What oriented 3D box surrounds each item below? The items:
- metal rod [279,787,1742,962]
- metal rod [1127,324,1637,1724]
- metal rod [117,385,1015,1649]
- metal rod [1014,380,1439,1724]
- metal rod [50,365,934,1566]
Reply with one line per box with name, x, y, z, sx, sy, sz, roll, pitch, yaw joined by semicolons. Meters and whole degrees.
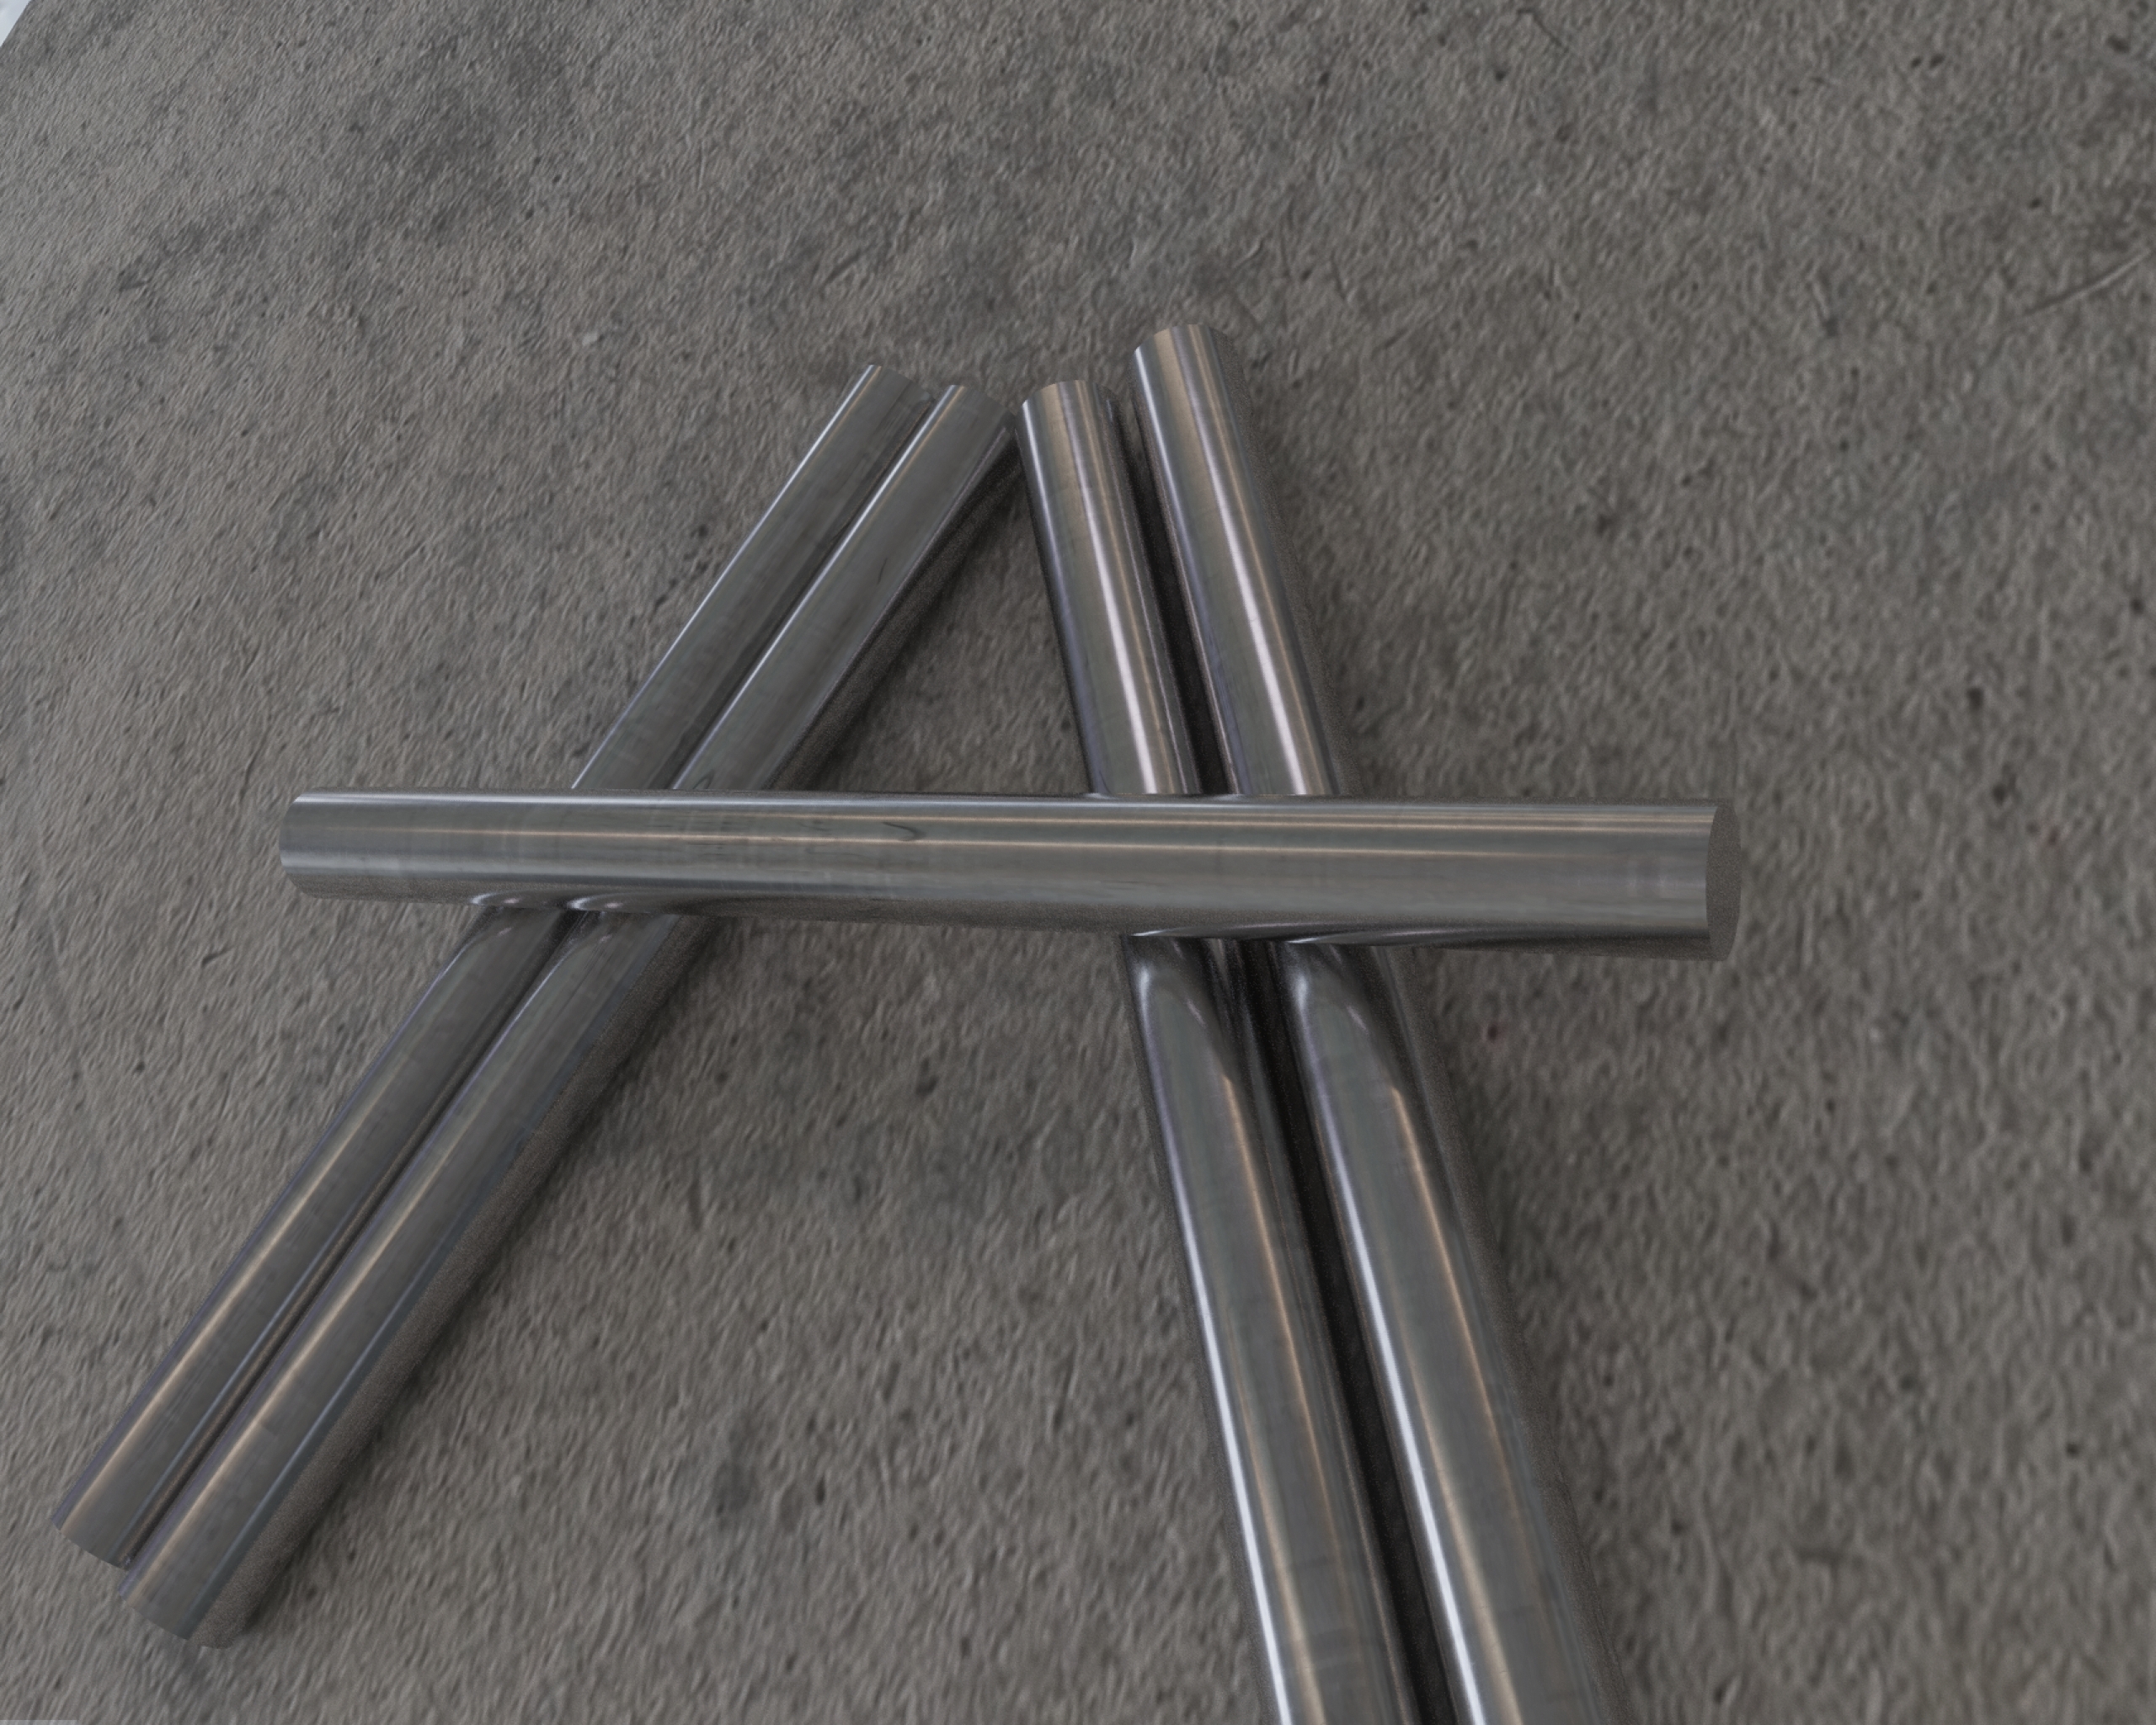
metal rod;-0.034;-0.001;0.388;0.300;0.025;0.025;2;63;28
metal rod;0.045;0.012;0.372;0.025;0.025;0.299;-22;54;15
metal rod;-0.098;0.023;0.441;0.025;0.025;0.300;22;73;36
metal rod;0.021;0.023;0.378;0.025;0.025;0.299;-22;54;15
metal rod;-0.118;0.014;0.457;0.025;0.025;0.300;22;73;36
